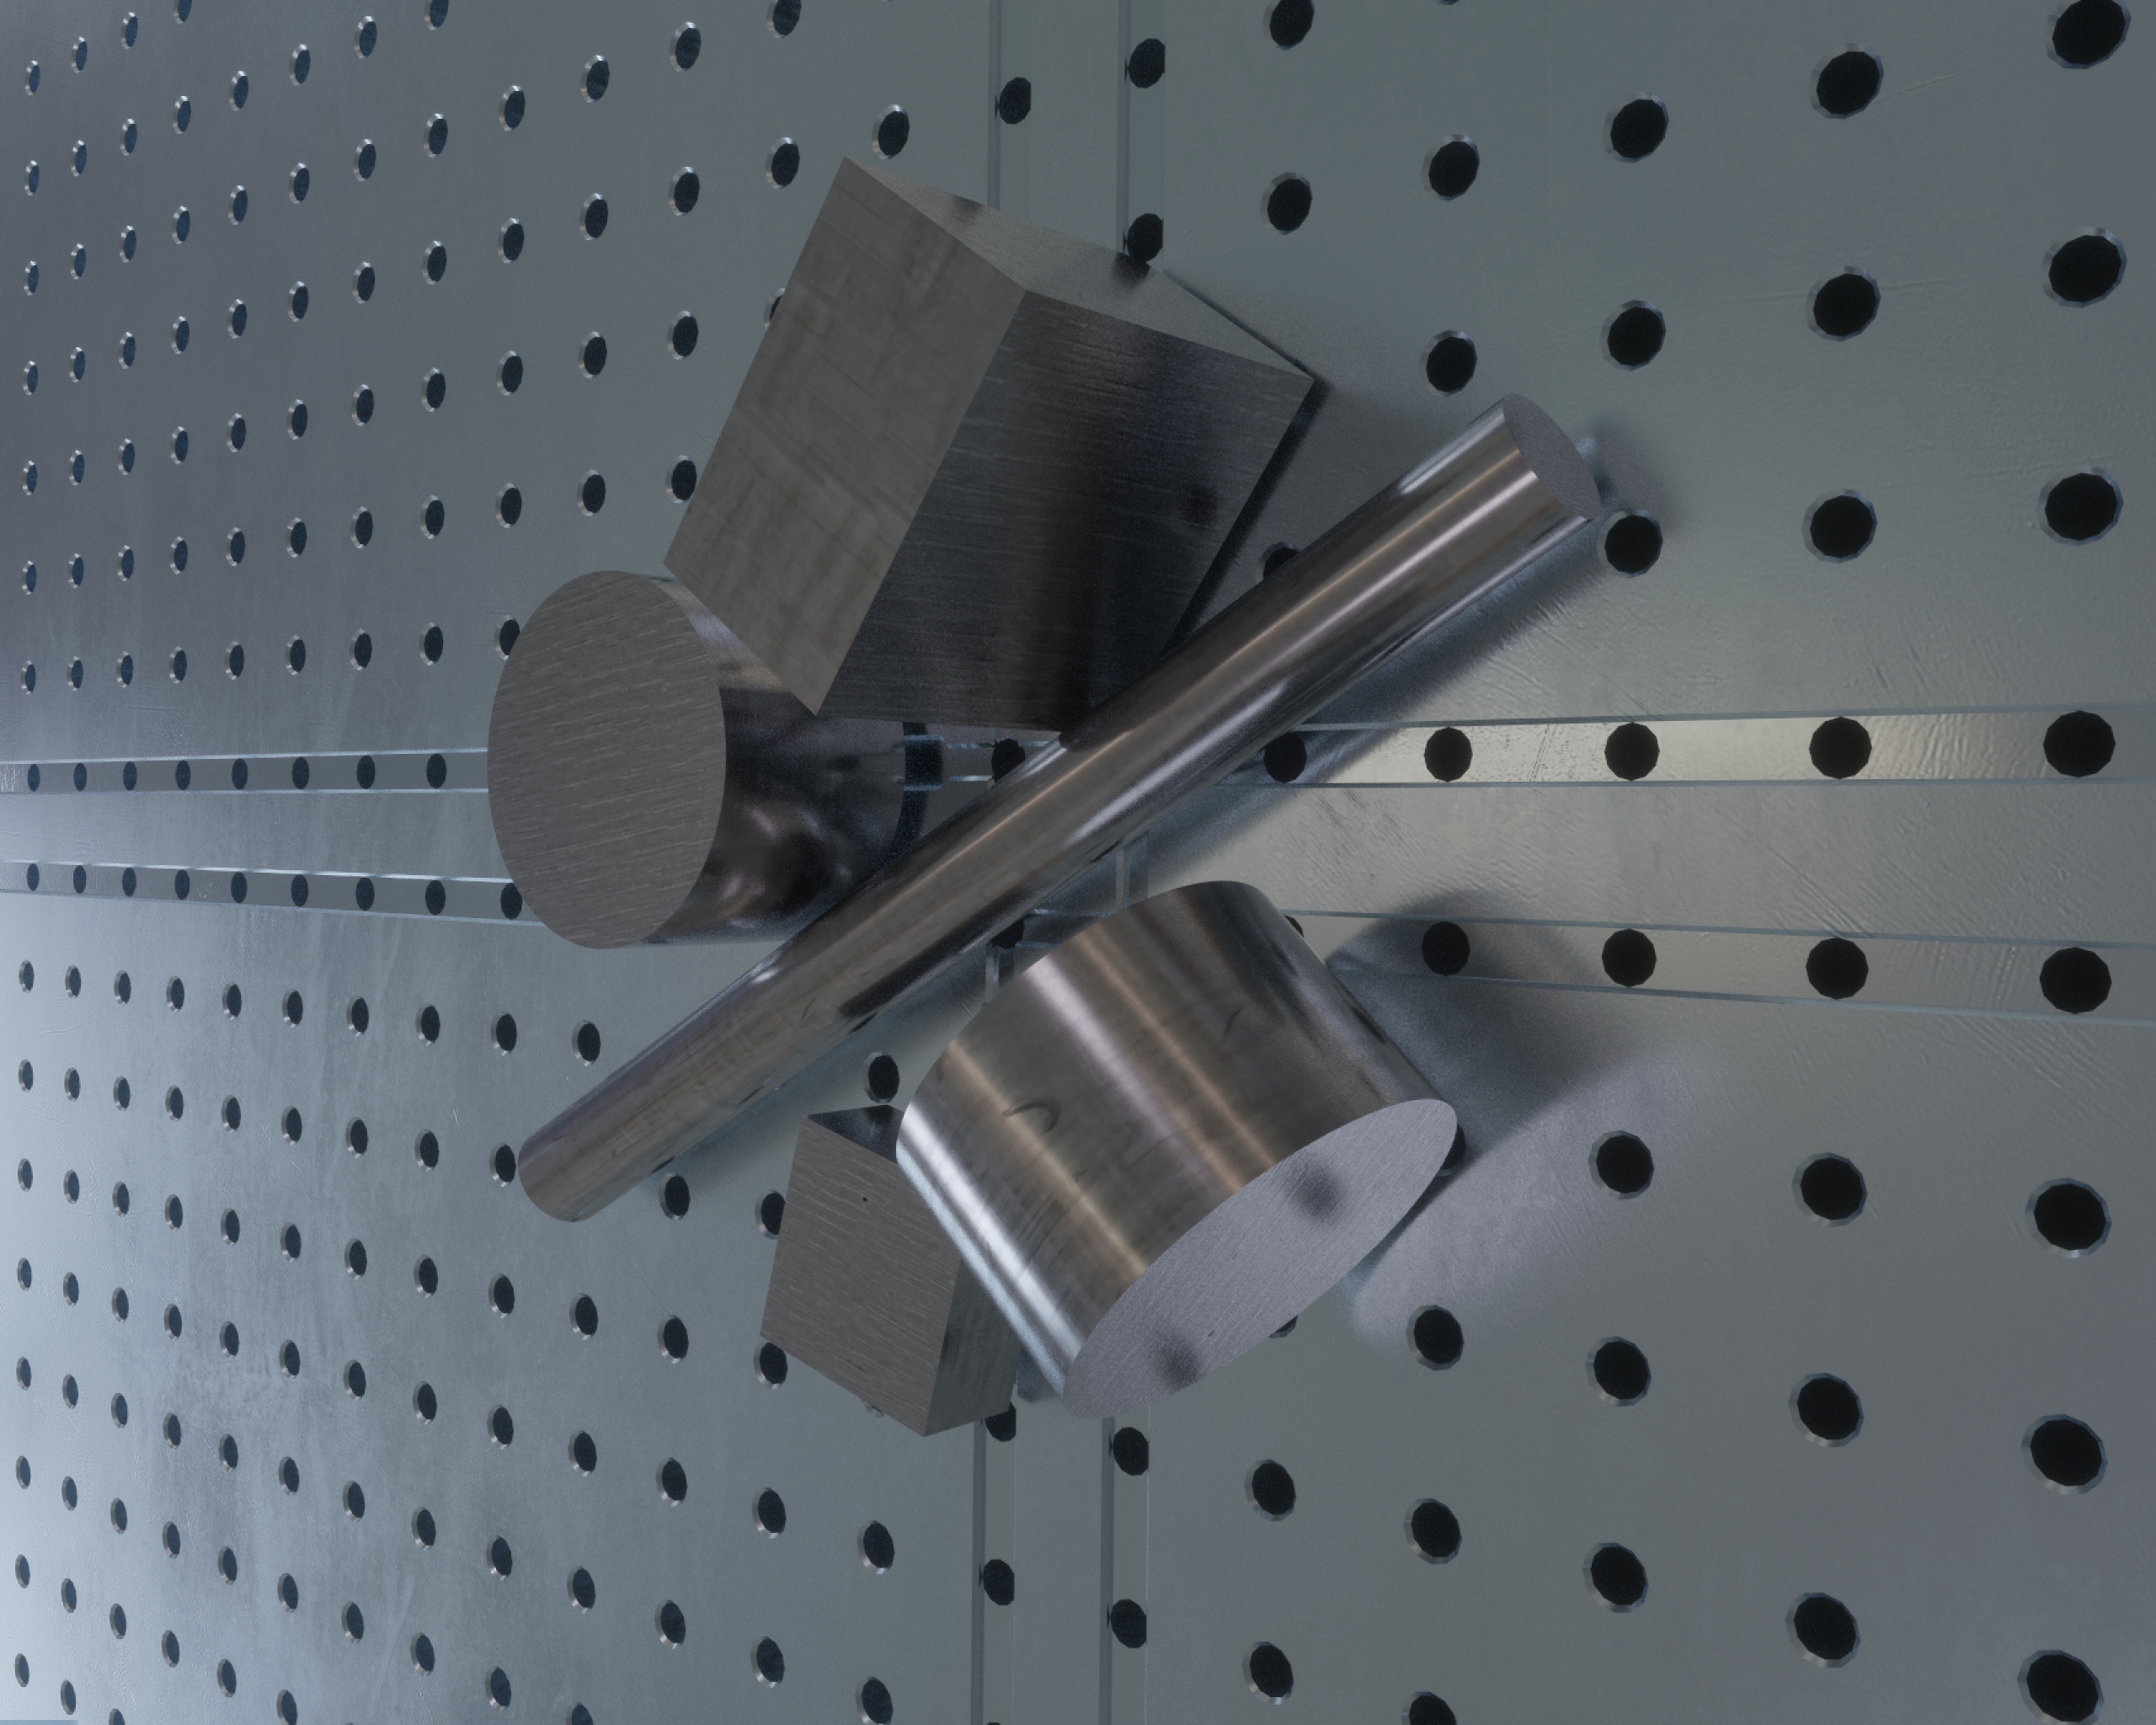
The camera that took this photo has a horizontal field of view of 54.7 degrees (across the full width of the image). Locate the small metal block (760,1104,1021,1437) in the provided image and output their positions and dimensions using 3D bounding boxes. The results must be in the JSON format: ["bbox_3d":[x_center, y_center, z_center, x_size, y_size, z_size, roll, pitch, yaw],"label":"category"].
[{"bbox_3d":[-0.036,0.083,0.434,0.050,0.025,0.050,20,102,38],"label":"small metal block"}]

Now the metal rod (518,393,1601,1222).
[{"bbox_3d":[-0.024,0.005,0.424,0.299,0.025,0.025,-35,69,34],"label":"metal rod"}]

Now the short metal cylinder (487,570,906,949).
[{"bbox_3d":[-0.084,-0.022,0.458,0.080,0.050,0.079,0,90,40],"label":"short metal cylinder"}]

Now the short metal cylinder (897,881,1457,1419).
[{"bbox_3d":[0.017,0.049,0.355,0.050,0.081,0.080,51,120,27],"label":"short metal cylinder"}]

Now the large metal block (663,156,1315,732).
[{"bbox_3d":[-0.016,-0.072,0.382,0.050,0.081,0.080,44,116,31],"label":"large metal block"}]
